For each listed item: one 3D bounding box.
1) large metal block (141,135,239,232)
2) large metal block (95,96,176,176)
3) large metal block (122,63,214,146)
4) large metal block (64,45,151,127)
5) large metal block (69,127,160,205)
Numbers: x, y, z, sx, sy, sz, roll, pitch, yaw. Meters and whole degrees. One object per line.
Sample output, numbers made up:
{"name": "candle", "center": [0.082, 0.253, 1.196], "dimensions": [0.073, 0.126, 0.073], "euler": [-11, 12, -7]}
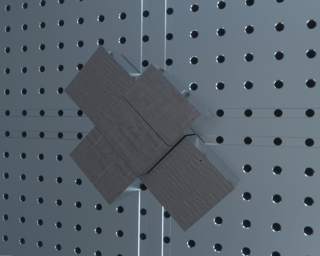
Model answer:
{"name": "large metal block", "center": [0.039, 0.065, 0.385], "dimensions": [0.080, 0.050, 0.080], "euler": [-46, 76, 15]}
{"name": "large metal block", "center": [-0.021, 0.009, 0.390], "dimensions": [0.050, 0.080, 0.080], "euler": [-46, 76, 14]}
{"name": "large metal block", "center": [0.014, -0.026, 0.378], "dimensions": [0.050, 0.080, 0.080], "euler": [-46, 76, 14]}
{"name": "large metal block", "center": [-0.066, -0.050, 0.419], "dimensions": [0.080, 0.050, 0.080], "euler": [47, 105, 13]}
{"name": "large metal block", "center": [-0.054, 0.044, 0.402], "dimensions": [0.050, 0.080, 0.080], "euler": [-46, 76, 14]}
